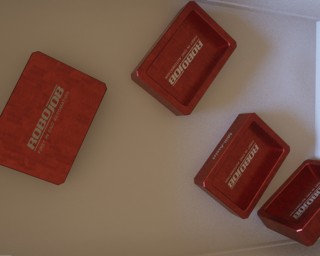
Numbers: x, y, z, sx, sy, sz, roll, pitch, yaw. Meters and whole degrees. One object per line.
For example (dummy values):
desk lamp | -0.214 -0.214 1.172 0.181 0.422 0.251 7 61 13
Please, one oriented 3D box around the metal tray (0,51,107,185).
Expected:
metal tray | -0.130 -0.010 0.360 0.090 0.030 0.130 25 82 -18

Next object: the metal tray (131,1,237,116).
metal tray | 0.034 -0.092 0.420 0.090 0.030 0.130 38 78 -16

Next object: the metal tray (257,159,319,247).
metal tray | 0.218 0.103 0.456 0.130 0.090 0.030 -40 103 -15

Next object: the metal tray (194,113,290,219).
metal tray | 0.122 0.053 0.452 0.090 0.030 0.130 41 77 -16
